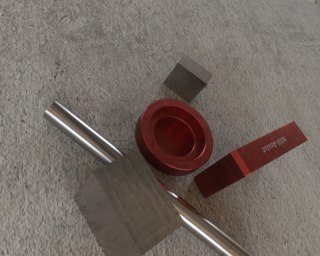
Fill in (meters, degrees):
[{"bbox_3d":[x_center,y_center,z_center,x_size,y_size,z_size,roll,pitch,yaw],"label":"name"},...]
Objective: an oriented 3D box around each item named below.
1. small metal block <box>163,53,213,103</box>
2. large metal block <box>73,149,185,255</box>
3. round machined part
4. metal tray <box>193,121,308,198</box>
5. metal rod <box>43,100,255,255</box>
[{"bbox_3d":[0.040,-0.071,0.453,0.050,0.050,0.025,36,51,-4],"label":"small metal block"},{"bbox_3d":[-0.034,0.080,0.301,0.050,0.080,0.080,-25,75,-37],"label":"large metal block"},{"bbox_3d":[0.014,0.015,0.391,0.099,0.042,0.098,14,56,-21],"label":"round machined part"},{"bbox_3d":[0.117,0.040,0.400,0.131,0.090,0.030,-19,72,-35],"label":"metal tray"},{"bbox_3d":[-0.006,0.072,0.356,0.300,0.025,0.025,39,51,-2],"label":"metal rod"}]
